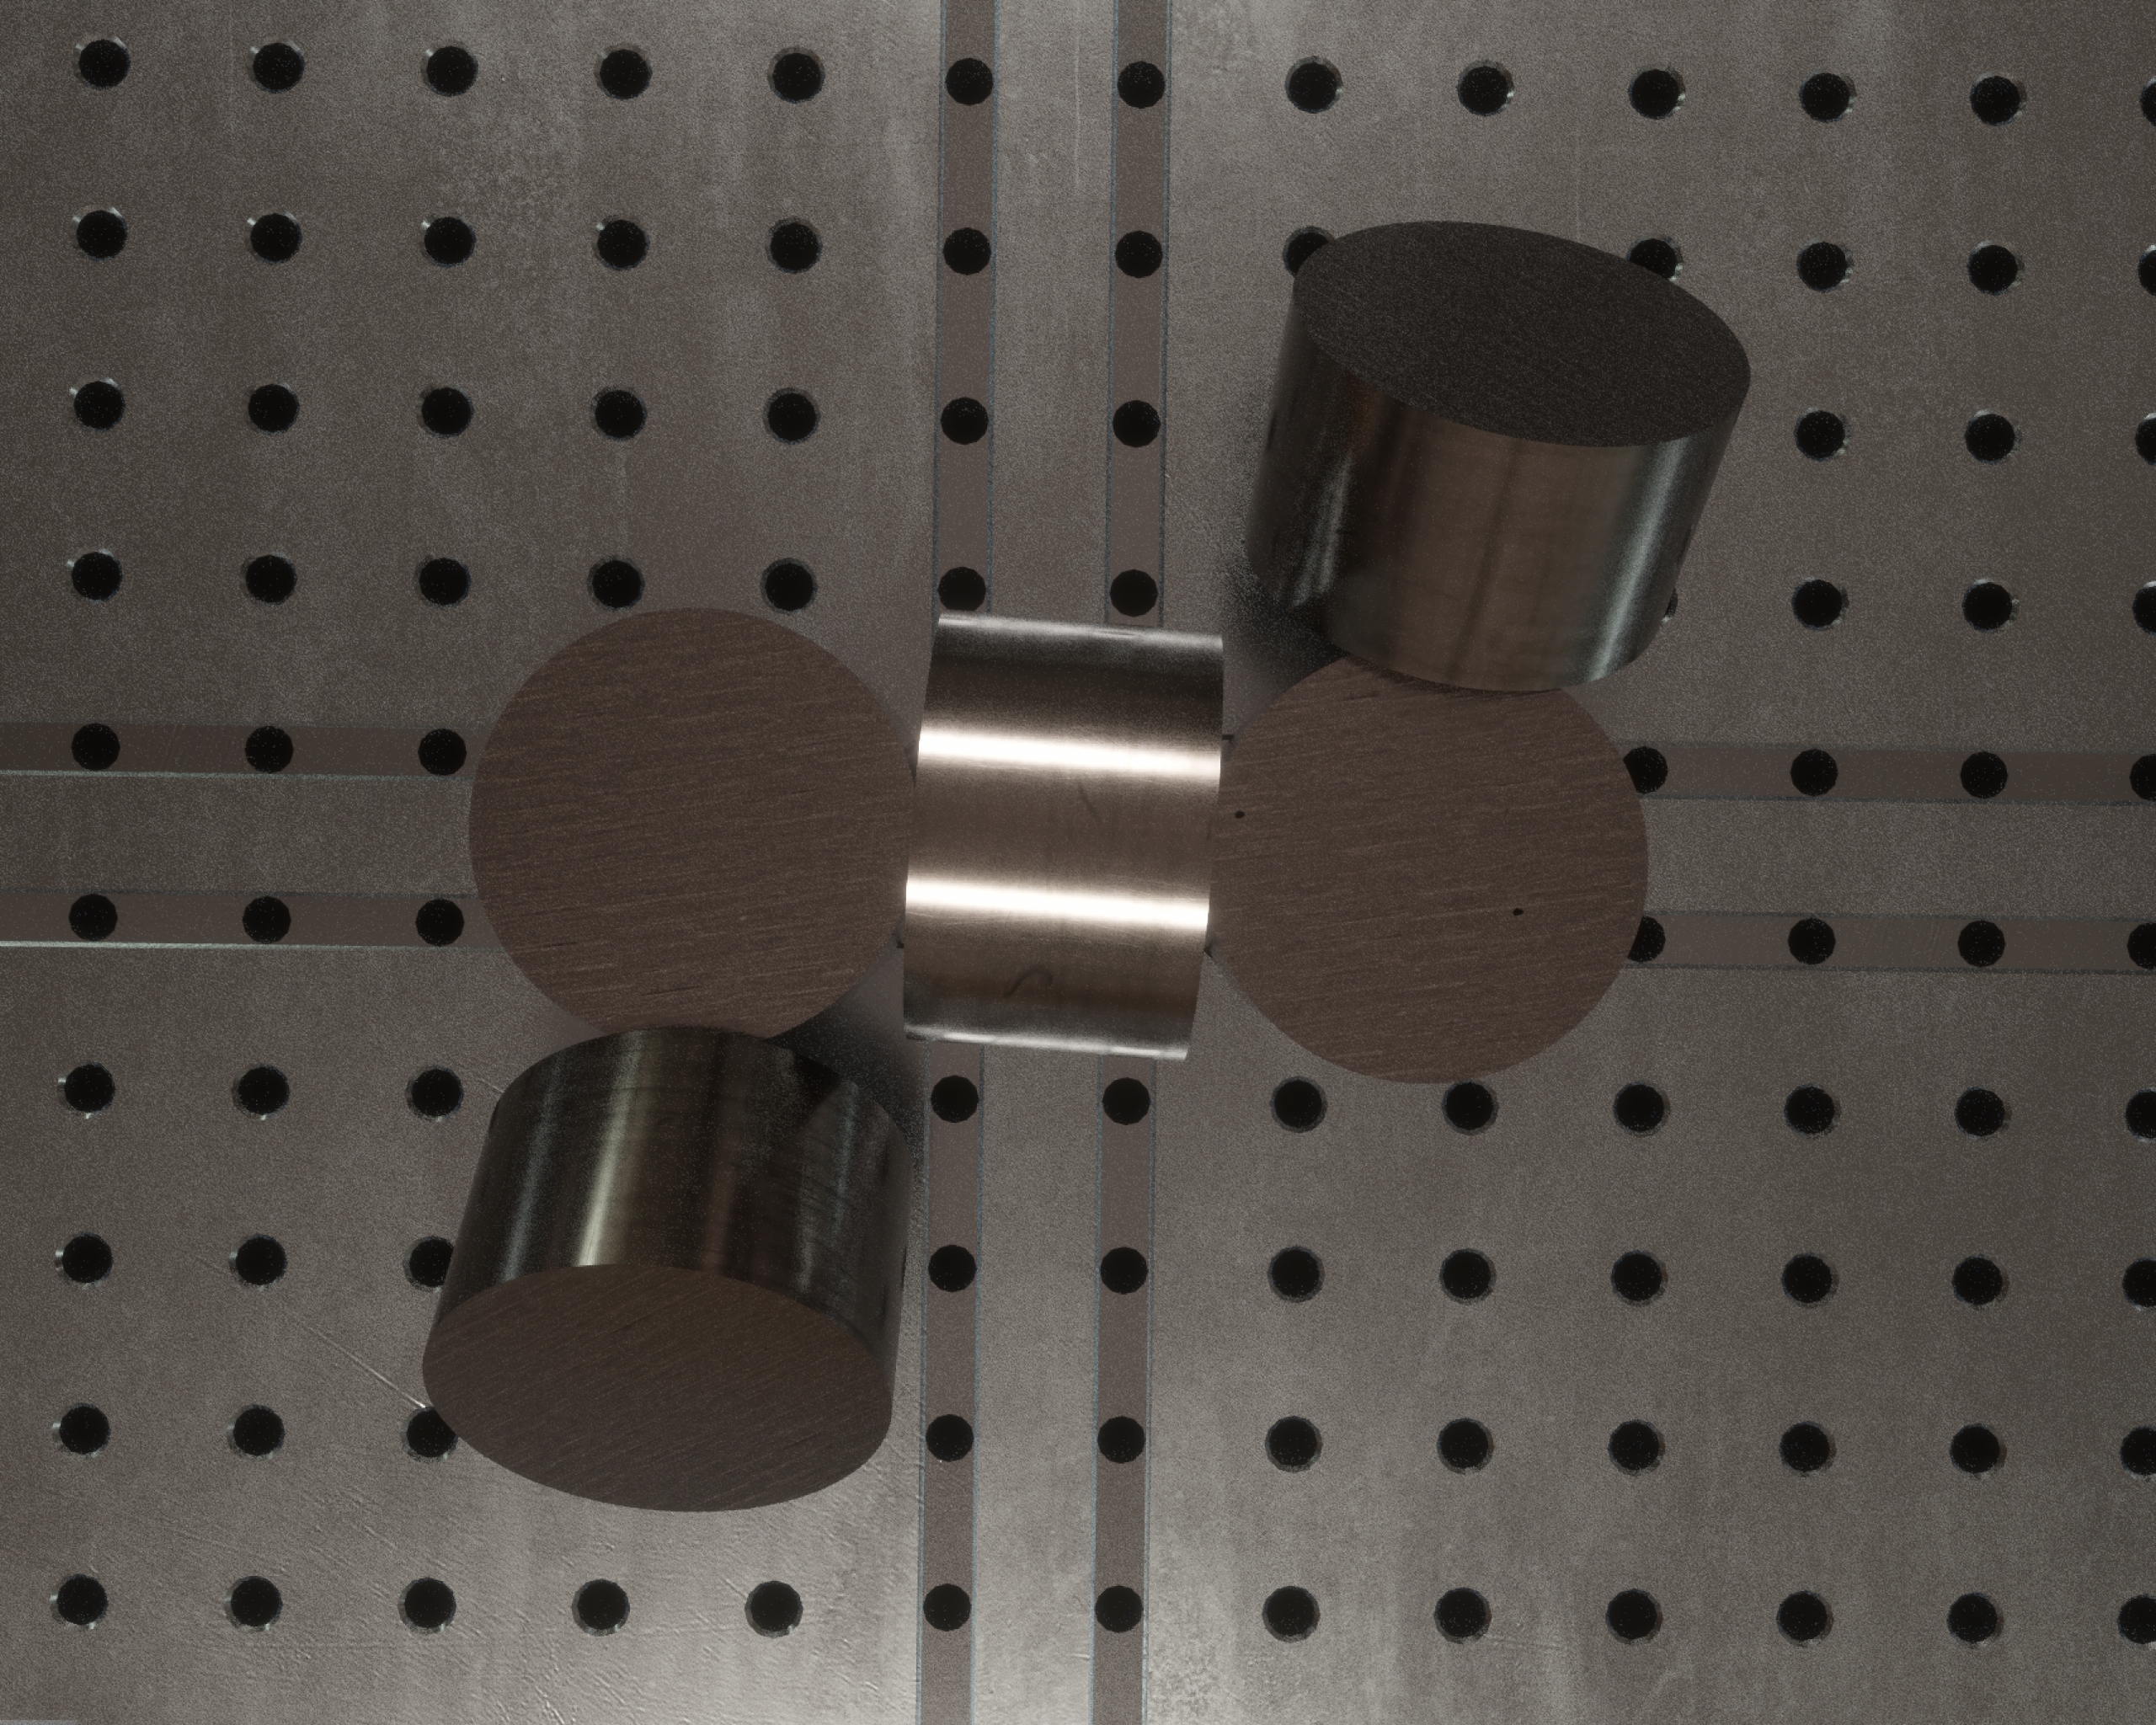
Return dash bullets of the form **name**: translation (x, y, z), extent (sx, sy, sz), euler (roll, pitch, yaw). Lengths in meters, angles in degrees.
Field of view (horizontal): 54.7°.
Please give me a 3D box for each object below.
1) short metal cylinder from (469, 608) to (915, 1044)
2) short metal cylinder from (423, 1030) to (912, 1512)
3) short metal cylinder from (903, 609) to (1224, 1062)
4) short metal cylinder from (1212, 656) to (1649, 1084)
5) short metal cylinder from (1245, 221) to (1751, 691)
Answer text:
- **short metal cylinder**: translation (-0.069, -0.006, 0.399), extent (0.081, 0.050, 0.079), euler (0, 90, -1)
- **short metal cylinder**: translation (-0.072, 0.075, 0.379), extent (0.081, 0.050, 0.079), euler (0, 134, 1)
- **short metal cylinder**: translation (-0.003, -0.005, 0.386), extent (0.050, 0.080, 0.079), euler (5, 90, 0)
- **short metal cylinder**: translation (0.063, 0.000, 0.401), extent (0.081, 0.050, 0.079), euler (0, 90, -1)
- **short metal cylinder**: translation (0.074, -0.075, 0.380), extent (0.081, 0.080, 0.050), euler (9, 132, -1)
